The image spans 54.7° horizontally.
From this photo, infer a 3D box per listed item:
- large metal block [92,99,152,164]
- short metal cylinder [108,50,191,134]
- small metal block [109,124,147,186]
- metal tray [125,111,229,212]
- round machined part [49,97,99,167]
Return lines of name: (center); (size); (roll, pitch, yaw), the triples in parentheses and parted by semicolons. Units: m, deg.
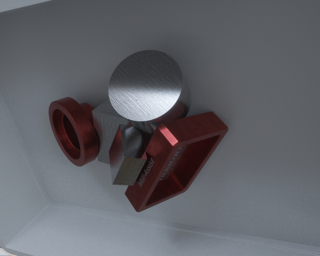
large metal block: (-0.039, 0.009, 0.415); (0.080, 0.050, 0.079); (14, 124, 20)
short metal cylinder: (-0.010, -0.038, 0.343); (0.080, 0.080, 0.050); (15, 169, 19)
small metal block: (-0.039, 0.032, 0.363); (0.025, 0.050, 0.050); (8, 132, -23)
metal tray: (0.018, 0.043, 0.379); (0.030, 0.091, 0.129); (50, 134, 28)
round machined part: (-0.114, 0.002, 0.440); (0.098, 0.042, 0.097); (30, 133, 39)
